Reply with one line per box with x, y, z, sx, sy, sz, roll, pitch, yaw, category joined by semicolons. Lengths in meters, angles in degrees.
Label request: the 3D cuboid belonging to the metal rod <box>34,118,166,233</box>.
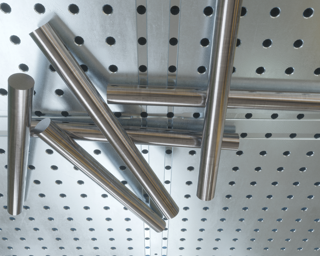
-0.070;0.088;0.465;0.025;0.025;0.300;-22;133;18;metal rod

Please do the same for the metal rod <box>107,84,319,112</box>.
0.088;-0.036;0.381;0.302;0.025;0.025;2;130;-2;metal rod

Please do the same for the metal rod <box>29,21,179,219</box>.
-0.054;0.009;0.388;0.025;0.025;0.299;-23;118;18;metal rod

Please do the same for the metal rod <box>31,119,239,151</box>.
-0.044;0.009;0.418;0.302;0.025;0.025;4;130;-4;metal rod

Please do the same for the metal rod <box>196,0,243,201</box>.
0.065;-0.036;0.350;0.025;0.025;0.298;1;121;-1;metal rod

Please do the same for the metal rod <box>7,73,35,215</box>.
-0.193;0.045;0.421;0.025;0.025;0.298;16;136;-13;metal rod
